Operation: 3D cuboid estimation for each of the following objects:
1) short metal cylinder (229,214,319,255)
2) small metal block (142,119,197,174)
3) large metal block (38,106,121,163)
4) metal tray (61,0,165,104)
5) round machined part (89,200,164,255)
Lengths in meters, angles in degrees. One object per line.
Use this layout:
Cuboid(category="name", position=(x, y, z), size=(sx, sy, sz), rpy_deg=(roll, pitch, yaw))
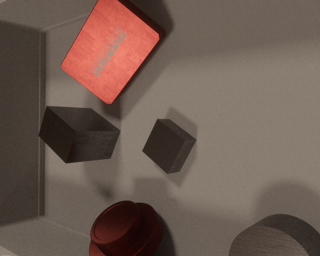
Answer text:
Cuboid(category="short metal cylinder", position=(0.114, 0.128, 0.296), size=(0.080, 0.050, 0.079), rpy_deg=(0, 90, 39))
Cuboid(category="small metal block", position=(0.011, 0.023, 0.396), size=(0.050, 0.025, 0.050), rpy_deg=(39, 113, 33))
Cuboid(category="large metal block", position=(-0.122, 0.008, 0.469), size=(0.080, 0.081, 0.050), rpy_deg=(34, 111, 34))
Cuboid(category="metal tray", position=(-0.066, -0.107, 0.425), size=(0.090, 0.030, 0.129), rpy_deg=(38, 120, -6))
Cuboid(category="round machined part", position=(-0.049, 0.132, 0.395), size=(0.098, 0.098, 0.042), rpy_deg=(-7, 123, 39))
